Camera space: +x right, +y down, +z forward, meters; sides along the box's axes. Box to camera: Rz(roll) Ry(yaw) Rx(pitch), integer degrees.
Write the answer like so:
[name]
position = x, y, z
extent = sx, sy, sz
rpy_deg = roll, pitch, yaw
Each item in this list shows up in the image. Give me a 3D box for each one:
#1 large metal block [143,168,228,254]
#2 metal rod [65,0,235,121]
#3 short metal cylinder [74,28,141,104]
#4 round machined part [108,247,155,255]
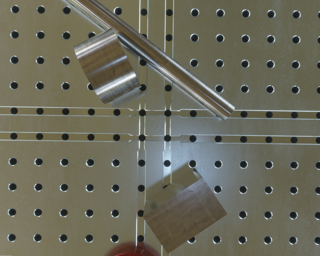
[large metal block]
position = 0.028, 0.098, 0.386
extent = 0.080, 0.080, 0.050
rpy_deg = -34, 90, 0
[metal rod]
position = -0.027, -0.110, 0.412
extent = 0.301, 0.025, 0.025
rpy_deg = 37, 90, -1
[short metal cylinder]
position = -0.064, -0.076, 0.385
extent = 0.050, 0.080, 0.080
rpy_deg = -26, 90, 0
[round machined part]
position = -0.039, 0.212, 0.405
extent = 0.099, 0.042, 0.097
rpy_deg = 0, 90, -1
